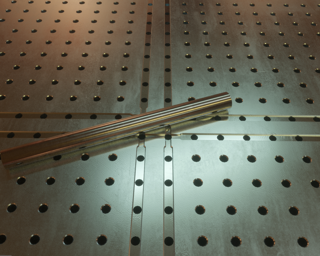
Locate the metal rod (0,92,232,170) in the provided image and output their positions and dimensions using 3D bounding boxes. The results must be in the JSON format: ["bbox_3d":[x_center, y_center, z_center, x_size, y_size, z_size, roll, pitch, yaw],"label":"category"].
[{"bbox_3d":[-0.045,-0.001,0.407,0.302,0.025,0.025,-15,52,-13],"label":"metal rod"}]
